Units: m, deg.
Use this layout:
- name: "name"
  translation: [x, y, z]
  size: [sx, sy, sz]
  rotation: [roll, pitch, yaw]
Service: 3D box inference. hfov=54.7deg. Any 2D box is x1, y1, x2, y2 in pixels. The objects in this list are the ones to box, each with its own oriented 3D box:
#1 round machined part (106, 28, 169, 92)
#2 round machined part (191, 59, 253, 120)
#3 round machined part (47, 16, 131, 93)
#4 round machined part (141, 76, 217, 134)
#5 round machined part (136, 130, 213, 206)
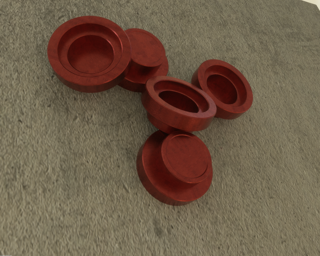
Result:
- name: "round machined part"
  translation: [-0.031, -0.102, 0.441]
  size: [0.099, 0.042, 0.098]
  rotation: [14, 56, -21]
- name: "round machined part"
  translation: [0.091, -0.055, 0.479]
  size: [0.099, 0.042, 0.098]
  rotation: [14, 56, -21]
- name: "round machined part"
  translation: [-0.086, -0.088, 0.389]
  size: [0.099, 0.042, 0.098]
  rotation: [2, 70, -6]
- name: "round machined part"
  translation: [0.021, -0.026, 0.409]
  size: [0.099, 0.042, 0.098]
  rotation: [16, 33, -11]
- name: "round machined part"
  translation: [0.024, 0.042, 0.382]
  size: [0.099, 0.042, 0.098]
  rotation: [14, 56, -21]
